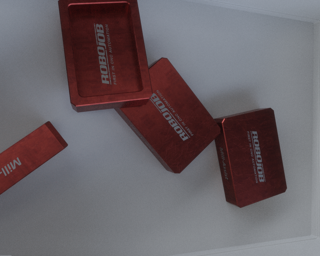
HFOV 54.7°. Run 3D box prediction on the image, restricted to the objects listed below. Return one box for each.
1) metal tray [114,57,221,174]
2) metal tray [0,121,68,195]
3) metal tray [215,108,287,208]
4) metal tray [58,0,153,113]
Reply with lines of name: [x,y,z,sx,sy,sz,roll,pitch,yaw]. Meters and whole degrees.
metal tray: [0.009,-0.015,0.412,0.090,0.030,0.130,-43,104,-15]
metal tray: [-0.160,0.043,0.316,0.131,0.090,0.030,-38,103,-16]
metal tray: [0.133,0.041,0.459,0.091,0.030,0.129,-13,95,-20]
metal tray: [-0.064,-0.088,0.364,0.091,0.030,0.129,-8,81,-12]
